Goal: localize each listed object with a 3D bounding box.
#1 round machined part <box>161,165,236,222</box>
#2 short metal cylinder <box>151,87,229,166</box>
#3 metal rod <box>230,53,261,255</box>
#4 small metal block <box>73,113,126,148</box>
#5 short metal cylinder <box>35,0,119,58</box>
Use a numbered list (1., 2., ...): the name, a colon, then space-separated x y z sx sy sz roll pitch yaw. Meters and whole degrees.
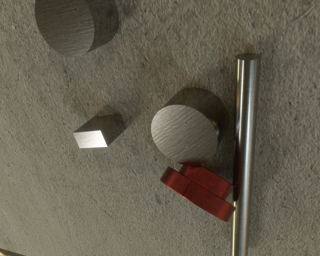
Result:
1. round machined part: 0.053 0.073 0.391 0.098 0.098 0.042 31 85 8
2. short metal cylinder: 0.037 -0.002 0.370 0.080 0.050 0.079 13 124 21
3. metal rod: 0.103 0.057 0.387 0.025 0.025 0.298 8 122 24
4. small metal block: -0.085 0.004 0.438 0.050 0.050 0.025 -5 116 30
5. short metal cylinder: -0.096 -0.129 0.362 0.080 0.050 0.079 13 124 21
